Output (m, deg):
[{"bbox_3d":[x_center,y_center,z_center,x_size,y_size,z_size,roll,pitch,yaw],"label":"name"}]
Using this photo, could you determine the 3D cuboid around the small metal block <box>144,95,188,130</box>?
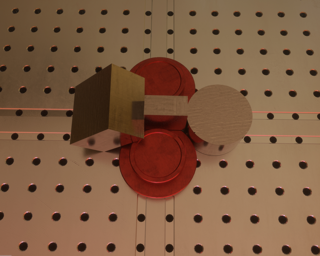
[{"bbox_3d":[0.007,-0.018,0.381,0.050,0.050,0.025,1,70,0],"label":"small metal block"}]

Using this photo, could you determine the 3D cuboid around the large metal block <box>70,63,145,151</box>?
[{"bbox_3d":[-0.065,-0.021,0.384,0.050,0.080,0.080,18,63,-42],"label":"large metal block"}]

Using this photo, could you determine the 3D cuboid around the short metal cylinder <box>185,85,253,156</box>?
[{"bbox_3d":[0.073,-0.009,0.401,0.081,0.050,0.080,0,70,0],"label":"short metal cylinder"}]

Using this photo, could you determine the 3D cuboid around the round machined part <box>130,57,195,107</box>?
[{"bbox_3d":[-0.001,-0.056,0.423,0.099,0.042,0.098,0,70,0],"label":"round machined part"}]

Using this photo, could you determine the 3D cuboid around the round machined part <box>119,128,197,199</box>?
[{"bbox_3d":[-0.003,0.038,0.389,0.099,0.042,0.098,0,70,0],"label":"round machined part"}]
